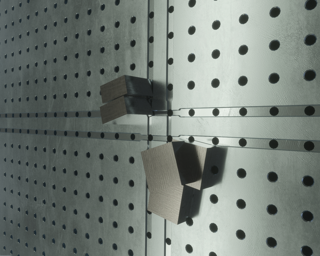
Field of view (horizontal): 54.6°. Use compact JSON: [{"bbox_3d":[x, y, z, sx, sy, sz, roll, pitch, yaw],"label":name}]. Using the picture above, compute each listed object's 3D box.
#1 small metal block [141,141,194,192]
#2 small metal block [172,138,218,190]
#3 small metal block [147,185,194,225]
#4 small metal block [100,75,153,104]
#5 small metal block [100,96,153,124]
[{"bbox_3d":[0.008,0.046,0.371,0.050,0.025,0.050,-21,77,38],"label":"small metal block"},{"bbox_3d":[0.039,0.042,0.378,0.050,0.025,0.050,14,99,39],"label":"small metal block"},{"bbox_3d":[0.014,0.089,0.399,0.050,0.025,0.050,14,99,39],"label":"small metal block"},{"bbox_3d":[-0.046,-0.051,0.433,0.050,0.050,0.025,-16,80,39],"label":"small metal block"},{"bbox_3d":[-0.047,-0.024,0.433,0.050,0.050,0.025,-19,78,38],"label":"small metal block"}]
